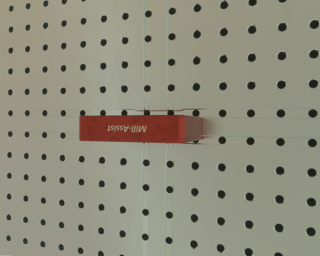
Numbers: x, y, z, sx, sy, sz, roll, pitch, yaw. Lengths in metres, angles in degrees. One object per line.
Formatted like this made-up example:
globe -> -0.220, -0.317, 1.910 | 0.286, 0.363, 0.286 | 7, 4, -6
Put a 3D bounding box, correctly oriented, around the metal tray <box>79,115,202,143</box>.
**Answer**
metal tray -> -0.021, 0.000, 0.386 | 0.130, 0.090, 0.030 | 0, 91, 20
